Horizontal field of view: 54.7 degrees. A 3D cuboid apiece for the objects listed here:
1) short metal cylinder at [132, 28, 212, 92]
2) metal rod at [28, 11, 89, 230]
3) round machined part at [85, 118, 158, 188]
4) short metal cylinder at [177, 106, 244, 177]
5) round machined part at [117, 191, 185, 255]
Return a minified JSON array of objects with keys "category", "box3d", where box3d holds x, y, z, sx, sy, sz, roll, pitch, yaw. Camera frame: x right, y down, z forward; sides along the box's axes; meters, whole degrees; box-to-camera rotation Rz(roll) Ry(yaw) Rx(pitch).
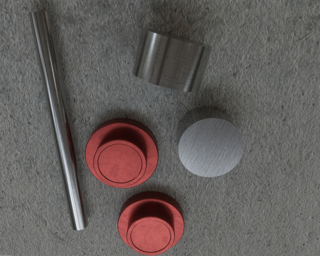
[{"category":"short metal cylinder","box3d":[0.013,-0.078,0.352,0.081,0.080,0.050,14,110,-6]},{"category":"metal rod","box3d":[-0.129,0.005,0.409,0.025,0.025,0.298,-4,110,1]},{"category":"round machined part","box3d":[-0.051,0.039,0.414,0.099,0.042,0.097,0,110,-1]},{"category":"short metal cylinder","box3d":[0.063,0.017,0.404,0.081,0.050,0.079,0,110,-1]},{"category":"round machined part","box3d":[-0.013,0.146,0.454,0.099,0.042,0.097,0,110,-1]}]
